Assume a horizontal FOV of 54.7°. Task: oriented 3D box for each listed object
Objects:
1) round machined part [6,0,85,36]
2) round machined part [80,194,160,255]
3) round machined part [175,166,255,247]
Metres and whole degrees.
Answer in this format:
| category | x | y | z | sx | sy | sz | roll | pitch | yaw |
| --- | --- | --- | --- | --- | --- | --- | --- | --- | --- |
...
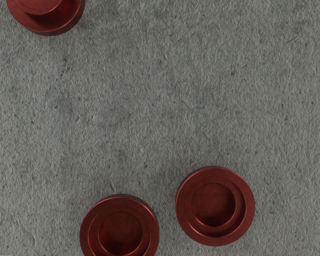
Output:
| category | x | y | z | sx | sy | sz | roll | pitch | yaw |
| --- | --- | --- | --- | --- | --- | --- | --- | --- | --- |
| round machined part | -0.151 | -0.173 | 0.400 | 0.099 | 0.042 | 0.097 | 0 | 90 | 0 |
| round machined part | -0.050 | 0.133 | 0.401 | 0.099 | 0.042 | 0.097 | 0 | 90 | 0 |
| round machined part | 0.068 | 0.097 | 0.402 | 0.099 | 0.042 | 0.097 | 0 | 90 | 0 |
